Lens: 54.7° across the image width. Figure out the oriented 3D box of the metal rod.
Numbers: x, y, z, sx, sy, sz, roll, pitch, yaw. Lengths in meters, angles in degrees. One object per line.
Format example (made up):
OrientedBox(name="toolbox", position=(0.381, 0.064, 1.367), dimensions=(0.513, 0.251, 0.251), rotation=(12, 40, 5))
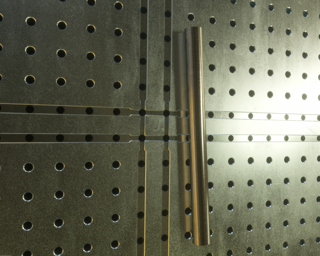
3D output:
OrientedBox(name="metal rod", position=(0.052, 0.012, 0.433), dimensions=(0.025, 0.025, 0.298), rotation=(-3, 91, -20))
